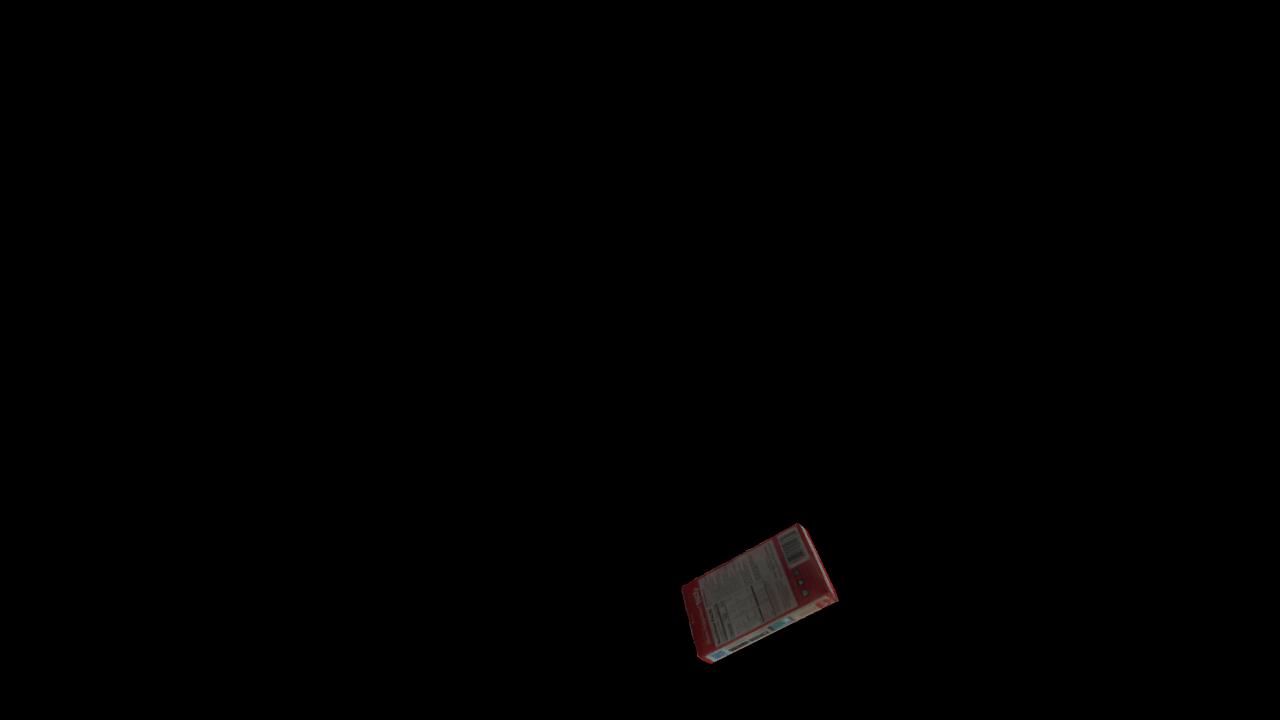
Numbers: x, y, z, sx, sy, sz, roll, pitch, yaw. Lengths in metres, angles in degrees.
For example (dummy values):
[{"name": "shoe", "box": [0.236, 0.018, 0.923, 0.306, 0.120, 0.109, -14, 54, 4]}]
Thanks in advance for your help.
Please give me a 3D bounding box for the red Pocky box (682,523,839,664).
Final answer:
[{"name": "red Pocky box", "box": [0.120, 0.242, 0.639, 0.155, 0.083, 0.028, -34, -50, 16]}]
